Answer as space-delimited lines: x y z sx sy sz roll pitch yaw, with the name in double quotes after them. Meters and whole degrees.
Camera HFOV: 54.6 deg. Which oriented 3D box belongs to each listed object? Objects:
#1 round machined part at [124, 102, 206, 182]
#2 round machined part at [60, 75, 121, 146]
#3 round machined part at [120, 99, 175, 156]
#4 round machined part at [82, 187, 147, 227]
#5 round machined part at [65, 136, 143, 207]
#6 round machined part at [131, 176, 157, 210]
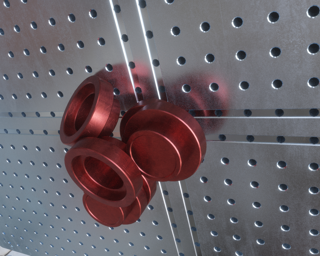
0.000 0.023 0.359 0.098 0.042 0.097 13 123 21 "round machined part"
-0.090 -0.017 0.413 0.042 0.098 0.098 26 138 -35 "round machined part"
-0.009 0.016 0.388 0.098 0.042 0.097 13 124 21 "round machined part"
-0.071 0.104 0.448 0.098 0.042 0.097 13 124 21 "round machined part"
-0.064 0.049 0.382 0.098 0.042 0.097 17 134 19 "round machined part"
-0.058 0.085 0.457 0.098 0.042 0.097 13 124 21 "round machined part"
